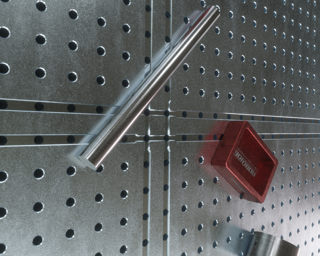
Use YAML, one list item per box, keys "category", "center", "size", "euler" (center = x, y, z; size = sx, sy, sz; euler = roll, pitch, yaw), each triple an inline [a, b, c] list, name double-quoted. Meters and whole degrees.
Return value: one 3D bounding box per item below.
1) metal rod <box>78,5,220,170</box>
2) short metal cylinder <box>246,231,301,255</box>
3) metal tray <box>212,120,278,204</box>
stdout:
- category: "metal rod"
  center: [0.000, -0.069, 0.409]
  size: [0.025, 0.025, 0.301]
  euler: [52, 60, -28]
- category: "short metal cylinder"
  center: [0.196, 0.221, 0.538]
  size: [0.080, 0.080, 0.050]
  euler: [40, 66, -33]
- category: "metal tray"
  center: [0.150, 0.059, 0.531]
  size: [0.130, 0.030, 0.090]
  euler: [44, 64, -31]
